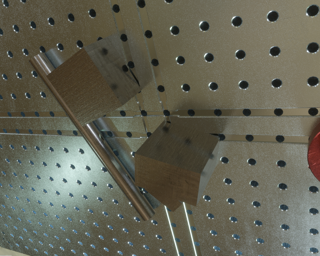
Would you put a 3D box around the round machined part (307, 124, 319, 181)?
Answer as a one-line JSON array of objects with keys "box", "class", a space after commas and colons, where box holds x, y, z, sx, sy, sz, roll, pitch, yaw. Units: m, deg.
[{"box": [0.203, 0.033, 0.313, 0.098, 0.042, 0.097, 13, 124, 21], "class": "round machined part"}]

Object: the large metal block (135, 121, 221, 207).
[{"box": [0.023, 0.041, 0.389, 0.080, 0.080, 0.050, 15, 125, 19], "class": "large metal block"}]

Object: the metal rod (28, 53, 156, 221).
[{"box": [-0.097, 0.021, 0.475, 0.025, 0.025, 0.299, -23, 106, 36], "class": "metal rod"}]

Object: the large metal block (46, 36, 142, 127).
[{"box": [-0.085, -0.059, 0.404, 0.080, 0.050, 0.080, -23, 106, 36], "class": "large metal block"}]

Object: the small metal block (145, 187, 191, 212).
[{"box": [0.015, 0.080, 0.437, 0.050, 0.050, 0.025, 39, 129, 2], "class": "small metal block"}]
